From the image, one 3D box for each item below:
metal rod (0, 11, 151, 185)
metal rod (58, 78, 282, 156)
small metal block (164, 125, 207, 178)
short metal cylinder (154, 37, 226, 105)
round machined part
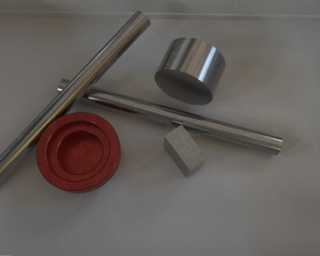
[{"bbox_3d":[-0.120,-0.036,0.397,0.025,0.025,0.300,40,83,13],"label":"metal rod"},{"bbox_3d":[0.009,-0.016,0.415,0.301,0.025,0.025,16,71,5],"label":"metal rod"},{"bbox_3d":[0.030,0.030,0.386,0.025,0.050,0.050,-34,74,-11],"label":"small metal block"},{"bbox_3d":[0.040,-0.073,0.408,0.080,0.080,0.050,22,72,7],"label":"short metal cylinder"},{"bbox_3d":[-0.098,0.033,0.388,0.099,0.042,0.098,0,70,-1],"label":"round machined part"}]
